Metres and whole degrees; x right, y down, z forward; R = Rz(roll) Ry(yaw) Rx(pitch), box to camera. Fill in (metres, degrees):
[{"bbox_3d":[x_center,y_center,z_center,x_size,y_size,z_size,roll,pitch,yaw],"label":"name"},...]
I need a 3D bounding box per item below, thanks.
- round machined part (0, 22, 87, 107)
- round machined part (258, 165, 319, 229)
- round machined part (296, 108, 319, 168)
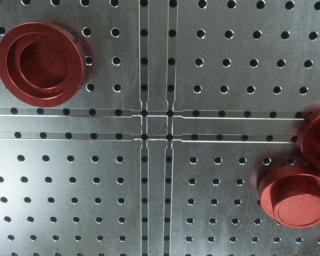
[{"bbox_3d":[-0.138,-0.077,0.375,0.099,0.042,0.097,0,110,0],"label":"round machined part"},{"bbox_3d":[0.190,0.101,0.429,0.098,0.042,0.097,4,125,7],"label":"round machined part"},{"bbox_3d":[0.239,0.019,0.413,0.099,0.042,0.097,0,110,0],"label":"round machined part"}]
